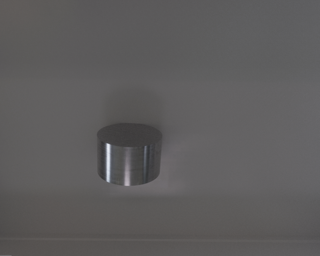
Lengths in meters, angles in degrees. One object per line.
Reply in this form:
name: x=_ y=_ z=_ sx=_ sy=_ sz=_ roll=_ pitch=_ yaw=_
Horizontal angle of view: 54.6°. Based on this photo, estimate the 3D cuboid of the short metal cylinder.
short metal cylinder: x=-0.039 y=0.031 z=0.393 sx=0.080 sy=0.080 sz=0.050 roll=3 pitch=110 yaw=-1
